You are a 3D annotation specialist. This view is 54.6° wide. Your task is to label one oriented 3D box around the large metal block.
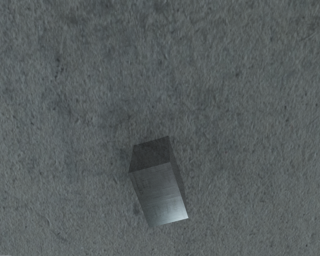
[{"bbox_3d":[-0.001,0.067,0.405,0.050,0.080,0.080,-16,109,6],"label":"large metal block"}]
